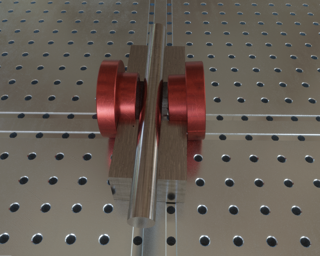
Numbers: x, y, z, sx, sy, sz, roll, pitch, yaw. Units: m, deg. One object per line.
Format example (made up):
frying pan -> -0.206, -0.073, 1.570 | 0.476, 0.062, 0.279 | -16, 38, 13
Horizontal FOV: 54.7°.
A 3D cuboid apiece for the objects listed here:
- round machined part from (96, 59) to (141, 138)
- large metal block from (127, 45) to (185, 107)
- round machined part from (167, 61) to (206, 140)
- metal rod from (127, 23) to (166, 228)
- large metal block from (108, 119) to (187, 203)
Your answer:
round machined part -> -0.048, -0.036, 0.389 | 0.042, 0.097, 0.098 | 1, 50, 1
large metal block -> -0.005, -0.076, 0.455 | 0.080, 0.050, 0.080 | 2, 50, 1
round machined part -> 0.033, -0.033, 0.388 | 0.042, 0.098, 0.098 | -2, 50, 5
metal rod -> -0.010, -0.031, 0.369 | 0.025, 0.025, 0.300 | 2, 50, 2
large metal block -> -0.011, 0.037, 0.360 | 0.080, 0.050, 0.080 | 2, 50, 2
